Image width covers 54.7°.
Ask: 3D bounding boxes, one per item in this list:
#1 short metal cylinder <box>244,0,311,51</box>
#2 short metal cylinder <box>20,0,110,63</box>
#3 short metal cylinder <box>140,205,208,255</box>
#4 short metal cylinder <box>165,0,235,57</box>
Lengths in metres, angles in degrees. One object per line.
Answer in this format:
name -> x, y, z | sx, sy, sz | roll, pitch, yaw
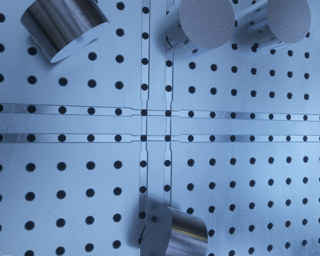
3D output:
short metal cylinder -> 0.175, -0.160, 0.464 | 0.081, 0.050, 0.079 | 0, 90, -20
short metal cylinder -> -0.104, -0.116, 0.345 | 0.080, 0.080, 0.050 | -38, 103, -16
short metal cylinder -> 0.016, 0.144, 0.389 | 0.050, 0.080, 0.080 | 24, 82, -19
short metal cylinder -> 0.053, -0.141, 0.418 | 0.081, 0.050, 0.079 | 0, 90, -20
